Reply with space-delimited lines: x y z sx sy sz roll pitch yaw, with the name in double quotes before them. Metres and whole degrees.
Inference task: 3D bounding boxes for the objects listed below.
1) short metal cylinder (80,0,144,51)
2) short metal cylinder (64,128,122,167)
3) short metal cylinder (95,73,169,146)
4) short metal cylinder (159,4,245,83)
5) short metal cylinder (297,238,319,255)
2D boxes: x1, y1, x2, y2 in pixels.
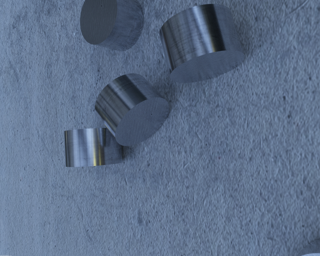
"short metal cylinder" -0.070 -0.155 0.447 0.080 0.050 0.080 0 90 40
"short metal cylinder" -0.096 0.028 0.449 0.080 0.081 0.050 -6 86 40
"short metal cylinder" -0.035 -0.023 0.398 0.050 0.081 0.080 49 119 29
"short metal cylinder" 0.044 -0.087 0.333 0.080 0.081 0.050 -21 77 38
"short metal cylinder" 0.151 0.140 0.264 0.080 0.050 0.080 0 90 40
